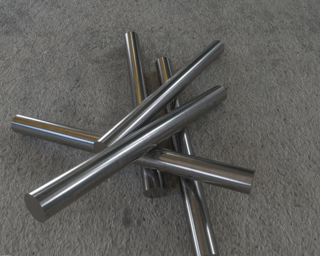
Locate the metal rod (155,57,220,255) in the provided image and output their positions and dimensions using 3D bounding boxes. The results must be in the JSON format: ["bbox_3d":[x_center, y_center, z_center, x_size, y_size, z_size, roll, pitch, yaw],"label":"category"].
[{"bbox_3d":[0.025,0.012,0.393,0.025,0.025,0.300,-6,50,-5],"label":"metal rod"}]

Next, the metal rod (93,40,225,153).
[{"bbox_3d":[0.019,-0.056,0.415,0.025,0.025,0.302,25,44,19],"label":"metal rod"}]

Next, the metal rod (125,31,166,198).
[{"bbox_3d":[-0.027,-0.042,0.437,0.025,0.025,0.300,-6,50,-5],"label":"metal rod"}]

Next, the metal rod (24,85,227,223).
[{"bbox_3d":[-0.004,0.005,0.338,0.025,0.025,0.302,31,38,24],"label":"metal rod"}]

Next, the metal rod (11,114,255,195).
[{"bbox_3d":[-0.048,0.024,0.356,0.301,0.025,0.025,12,51,20],"label":"metal rod"}]
